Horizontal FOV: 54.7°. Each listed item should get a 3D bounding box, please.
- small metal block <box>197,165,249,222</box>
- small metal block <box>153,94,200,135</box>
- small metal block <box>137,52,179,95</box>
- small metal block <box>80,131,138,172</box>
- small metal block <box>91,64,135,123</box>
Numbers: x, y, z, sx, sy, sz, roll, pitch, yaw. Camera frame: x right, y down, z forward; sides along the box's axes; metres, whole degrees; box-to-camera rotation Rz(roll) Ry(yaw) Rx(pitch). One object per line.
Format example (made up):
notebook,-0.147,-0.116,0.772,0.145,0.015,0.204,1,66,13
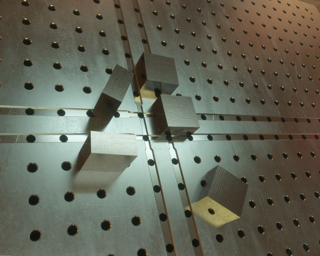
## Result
small metal block,0.082,0.085,0.403,0.050,0.025,0.050,34,51,-6
small metal block,0.023,-0.018,0.433,0.050,0.025,0.050,1,61,-28
small metal block,-0.003,-0.080,0.457,0.050,0.025,0.050,6,59,-26
small metal block,-0.058,0.028,0.345,0.050,0.050,0.025,6,59,-26
small metal block,-0.059,-0.043,0.387,0.025,0.050,0.050,27,52,-12
